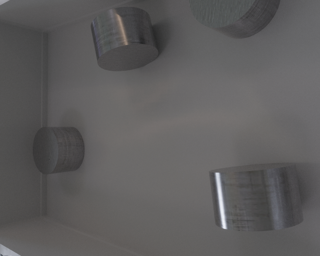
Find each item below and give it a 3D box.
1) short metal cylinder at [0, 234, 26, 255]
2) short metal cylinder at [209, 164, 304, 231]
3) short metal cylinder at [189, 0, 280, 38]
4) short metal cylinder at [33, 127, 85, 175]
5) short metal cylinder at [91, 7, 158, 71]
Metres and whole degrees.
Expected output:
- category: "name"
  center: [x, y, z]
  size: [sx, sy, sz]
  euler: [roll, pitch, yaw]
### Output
- category: "short metal cylinder"
  center: [-0.334, 0.278, 0.670]
  size: [0.080, 0.050, 0.080]
  euler: [0, 90, 40]
- category: "short metal cylinder"
  center: [0.090, 0.063, 0.297]
  size: [0.080, 0.081, 0.050]
  euler: [-10, 84, 39]
- category: "short metal cylinder"
  center: [0.078, -0.140, 0.326]
  size: [0.080, 0.050, 0.080]
  euler: [0, 90, 40]
- category: "short metal cylinder"
  center: [-0.176, 0.038, 0.536]
  size: [0.080, 0.050, 0.080]
  euler: [0, 90, 40]
- category: "short metal cylinder"
  center: [-0.047, -0.115, 0.410]
  size: [0.080, 0.081, 0.050]
  euler: [-20, 77, 38]
